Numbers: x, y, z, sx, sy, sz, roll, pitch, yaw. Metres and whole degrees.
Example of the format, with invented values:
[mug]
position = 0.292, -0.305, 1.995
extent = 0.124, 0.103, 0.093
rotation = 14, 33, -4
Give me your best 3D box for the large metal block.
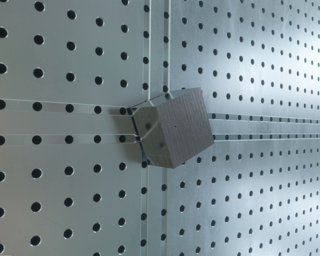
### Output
[large metal block]
position = 0.019, -0.002, 0.407
extent = 0.081, 0.050, 0.080
rotation = -27, 107, -37
